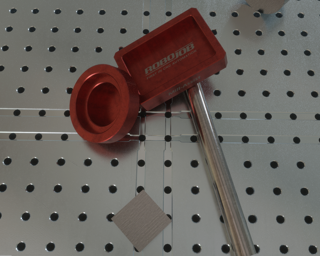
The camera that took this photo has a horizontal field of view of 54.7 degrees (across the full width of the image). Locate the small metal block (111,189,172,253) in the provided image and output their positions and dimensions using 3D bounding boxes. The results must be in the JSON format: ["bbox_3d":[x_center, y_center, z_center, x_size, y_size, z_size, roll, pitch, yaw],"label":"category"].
[{"bbox_3d":[-0.022,0.111,0.371,0.050,0.025,0.050,-41,75,-14],"label":"small metal block"}]

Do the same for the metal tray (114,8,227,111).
[{"bbox_3d":[0.013,-0.093,0.421,0.130,0.030,0.090,-29,69,6],"label":"metal tray"}]

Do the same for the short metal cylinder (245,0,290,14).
[{"bbox_3d":[0.168,-0.221,0.466,0.080,0.080,0.050,43,76,13],"label":"short metal cylinder"}]

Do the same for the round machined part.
[{"bbox_3d":[-0.066,-0.029,0.396,0.098,0.042,0.097,-3,84,32],"label":"round machined part"}]

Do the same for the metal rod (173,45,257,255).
[{"bbox_3d":[0.063,0.012,0.408,0.025,0.025,0.299,-13,71,-5],"label":"metal rod"}]
